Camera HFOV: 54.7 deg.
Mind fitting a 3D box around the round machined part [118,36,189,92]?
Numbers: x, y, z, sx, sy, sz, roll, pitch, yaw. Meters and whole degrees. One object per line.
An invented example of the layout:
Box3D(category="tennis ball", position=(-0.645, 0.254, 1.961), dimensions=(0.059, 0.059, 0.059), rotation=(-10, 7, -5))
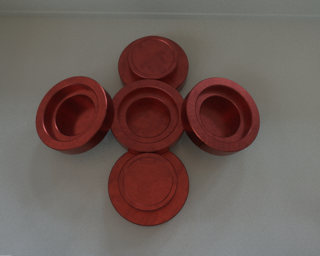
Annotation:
Box3D(category="round machined part", position=(-0.009, -0.088, 0.431), dimensions=(0.099, 0.042, 0.098), rotation=(0, 70, 0))

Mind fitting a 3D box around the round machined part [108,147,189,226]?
Box3D(category="round machined part", position=(-0.014, 0.067, 0.374), dimensions=(0.099, 0.042, 0.098), rotation=(0, 70, 0))

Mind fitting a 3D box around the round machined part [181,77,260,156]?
Box3D(category="round machined part", position=(0.072, -0.011, 0.394), dimensions=(0.099, 0.042, 0.098), rotation=(6, 69, -16))

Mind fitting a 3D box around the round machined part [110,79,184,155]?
Box3D(category="round machined part", position=(-0.015, -0.011, 0.402), dimensions=(0.099, 0.042, 0.098), rotation=(0, 70, 0))

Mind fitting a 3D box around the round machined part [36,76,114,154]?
Box3D(category="round machined part", position=(-0.103, -0.013, 0.394), dimensions=(0.098, 0.042, 0.098), rotation=(-6, 69, 16))
